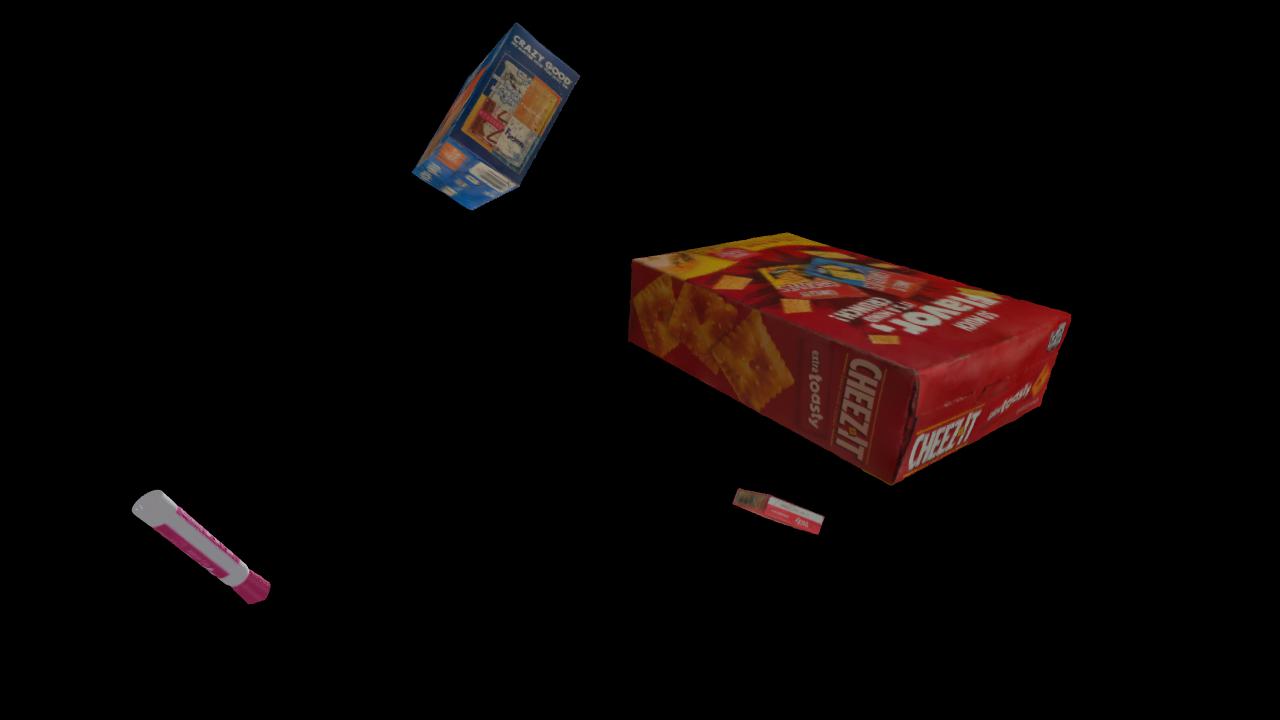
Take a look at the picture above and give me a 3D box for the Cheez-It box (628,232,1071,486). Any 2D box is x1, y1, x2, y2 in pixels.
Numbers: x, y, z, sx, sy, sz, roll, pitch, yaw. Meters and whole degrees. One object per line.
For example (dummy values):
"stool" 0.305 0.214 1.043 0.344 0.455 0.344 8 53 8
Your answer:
"Cheez-It box" 0.121 -0.022 0.402 0.166 0.071 0.223 -15 30 -34

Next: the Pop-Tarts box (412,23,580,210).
"Pop-Tarts box" -0.162 -0.253 0.667 0.083 0.141 0.167 32 -13 -30

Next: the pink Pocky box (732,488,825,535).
"pink Pocky box" 0.197 0.219 0.899 0.084 0.029 0.155 23 -11 -4

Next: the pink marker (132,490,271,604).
"pink marker" -0.299 0.134 0.427 0.020 0.121 0.020 -10 39 8
